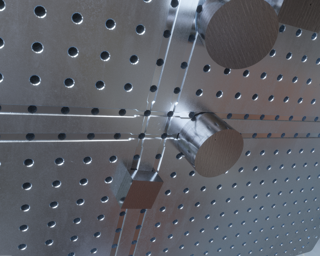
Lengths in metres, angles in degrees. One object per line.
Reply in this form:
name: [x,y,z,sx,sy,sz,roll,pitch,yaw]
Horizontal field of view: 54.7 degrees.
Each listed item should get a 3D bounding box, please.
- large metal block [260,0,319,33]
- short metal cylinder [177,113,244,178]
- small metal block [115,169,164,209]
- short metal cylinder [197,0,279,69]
large metal block: [0.168,-0.170,0.382,0.081,0.050,0.079,1,118,-29]
short metal cylinder: [0.073,0.025,0.450,0.081,0.050,0.079,-14,124,-21]
small metal block: [-0.030,0.090,0.450,0.050,0.025,0.050,10,113,-33]
short metal cylinder: [0.087,-0.115,0.355,0.081,0.050,0.079,-3,125,-4]
